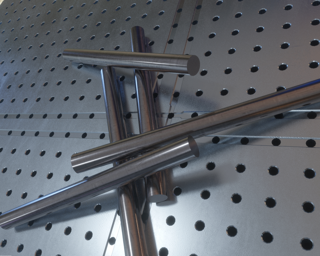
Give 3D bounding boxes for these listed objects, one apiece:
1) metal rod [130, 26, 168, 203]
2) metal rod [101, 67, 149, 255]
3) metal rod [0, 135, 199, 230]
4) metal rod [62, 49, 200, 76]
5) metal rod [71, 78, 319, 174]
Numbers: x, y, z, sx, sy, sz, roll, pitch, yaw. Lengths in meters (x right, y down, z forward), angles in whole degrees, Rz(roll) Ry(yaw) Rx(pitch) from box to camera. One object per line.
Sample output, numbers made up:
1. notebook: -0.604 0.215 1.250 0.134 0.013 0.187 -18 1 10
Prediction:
1. metal rod: -0.021 -0.041 0.442 0.025 0.025 0.299 -20 54 16
2. metal rod: -0.054 0.026 0.418 0.025 0.025 0.299 -24 53 13
3. metal rod: -0.091 0.075 0.382 0.300 0.025 0.025 -24 53 23
4. metal rod: -0.065 -0.106 0.478 0.300 0.025 0.025 16 70 43
5. metal rod: 0.038 0.001 0.363 0.301 0.025 0.025 -17 55 9
